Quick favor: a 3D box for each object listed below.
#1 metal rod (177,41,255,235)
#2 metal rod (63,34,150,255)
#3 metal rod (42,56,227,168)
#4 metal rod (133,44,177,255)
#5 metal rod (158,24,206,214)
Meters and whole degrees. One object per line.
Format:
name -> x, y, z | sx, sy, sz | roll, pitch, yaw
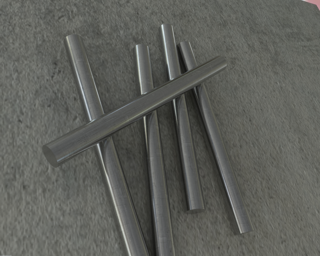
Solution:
metal rod -> 0.072, -0.002, 0.445 | 0.025, 0.025, 0.299 | 0, 62, -29
metal rod -> -0.067, 0.015, 0.359 | 0.025, 0.025, 0.299 | -7, 65, -32
metal rod -> -0.006, -0.037, 0.390 | 0.302, 0.025, 0.025 | -33, 80, -38
metal rod -> -0.011, 0.015, 0.390 | 0.025, 0.025, 0.299 | 7, 59, -25
metal rod -> 0.026, -0.032, 0.438 | 0.025, 0.025, 0.299 | 7, 58, -25
